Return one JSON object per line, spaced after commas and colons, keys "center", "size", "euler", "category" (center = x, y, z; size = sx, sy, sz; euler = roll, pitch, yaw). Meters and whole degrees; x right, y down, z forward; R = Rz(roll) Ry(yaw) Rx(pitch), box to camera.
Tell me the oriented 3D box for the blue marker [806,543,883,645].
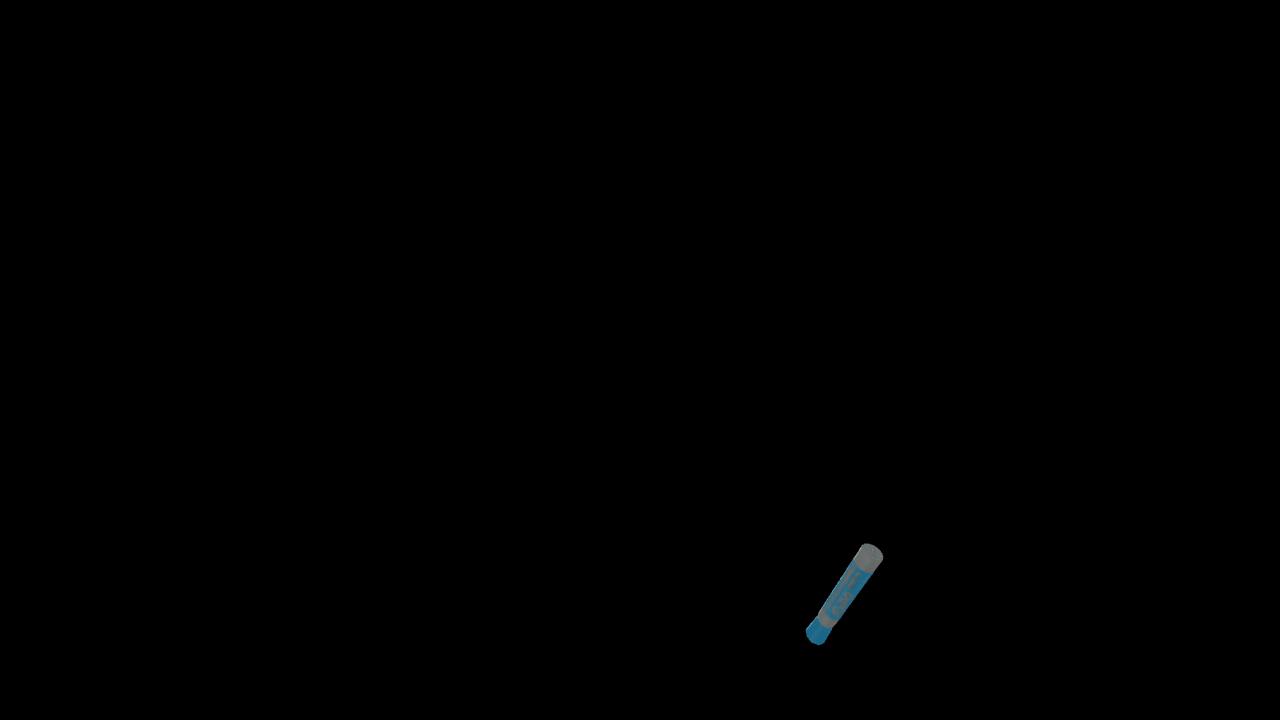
{"center": [0.175, 0.207, 0.535], "size": [0.020, 0.121, 0.020], "euler": [13, 30, -8], "category": "blue marker"}
